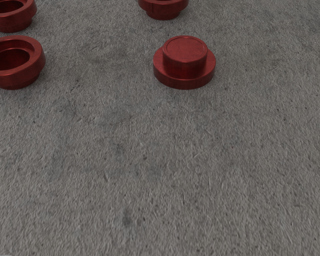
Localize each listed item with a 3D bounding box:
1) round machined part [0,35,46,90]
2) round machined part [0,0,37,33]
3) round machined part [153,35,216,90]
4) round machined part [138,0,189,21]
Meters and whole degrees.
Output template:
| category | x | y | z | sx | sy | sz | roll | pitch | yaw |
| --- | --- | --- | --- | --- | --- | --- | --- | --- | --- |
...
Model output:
| category | x | y | z | sx | sy | sz | roll | pitch | yaw |
| --- | --- | --- | --- | --- | --- | --- | --- | --- | --- |
| round machined part | -0.224 | -0.095 | 0.471 | 0.099 | 0.042 | 0.098 | 0 | 50 | 0 |
| round machined part | -0.276 | -0.211 | 0.567 | 0.099 | 0.042 | 0.098 | 0 | 50 | 0 |
| round machined part | 0.038 | -0.108 | 0.483 | 0.099 | 0.042 | 0.098 | 0 | 50 | 0 |
| round machined part | 0.006 | -0.244 | 0.597 | 0.099 | 0.042 | 0.098 | 0 | 50 | 0 |
